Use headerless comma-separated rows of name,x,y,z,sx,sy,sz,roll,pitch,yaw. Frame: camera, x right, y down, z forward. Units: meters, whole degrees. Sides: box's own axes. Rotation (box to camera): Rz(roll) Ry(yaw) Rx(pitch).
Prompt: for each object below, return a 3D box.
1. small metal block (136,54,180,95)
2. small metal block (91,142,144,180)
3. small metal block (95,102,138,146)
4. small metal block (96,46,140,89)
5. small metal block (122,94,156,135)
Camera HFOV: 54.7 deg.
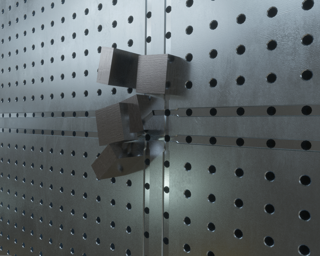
small metal block,-0.003,-0.070,0.410,0.050,0.025,0.050,8,95,39
small metal block,-0.061,0.046,0.441,0.050,0.050,0.025,-48,62,29
small metal block,-0.060,-0.004,0.424,0.050,0.025,0.050,-14,81,39
small metal block,-0.059,-0.085,0.439,0.025,0.050,0.050,17,101,38
small metal block,-0.037,-0.015,0.438,0.050,0.025,0.050,-20,77,38
